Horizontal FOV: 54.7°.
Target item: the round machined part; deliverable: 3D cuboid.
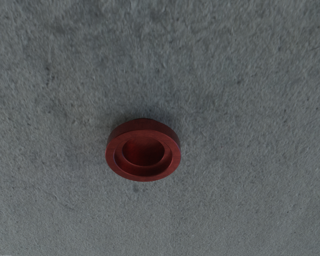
[{"bbox_3d":[-0.022,0.025,0.417,0.099,0.042,0.097,-1,130,0],"label":"round machined part"}]
